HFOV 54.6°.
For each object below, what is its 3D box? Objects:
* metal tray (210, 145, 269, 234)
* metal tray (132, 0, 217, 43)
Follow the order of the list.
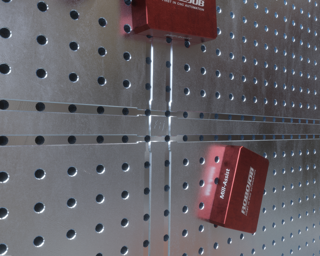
[{"bbox_3d":[0.135,0.103,0.518,0.090,0.030,0.130,25,75,-37],"label":"metal tray"},{"bbox_3d":[0.023,-0.170,0.424,0.131,0.030,0.090,-6,94,-40],"label":"metal tray"}]
